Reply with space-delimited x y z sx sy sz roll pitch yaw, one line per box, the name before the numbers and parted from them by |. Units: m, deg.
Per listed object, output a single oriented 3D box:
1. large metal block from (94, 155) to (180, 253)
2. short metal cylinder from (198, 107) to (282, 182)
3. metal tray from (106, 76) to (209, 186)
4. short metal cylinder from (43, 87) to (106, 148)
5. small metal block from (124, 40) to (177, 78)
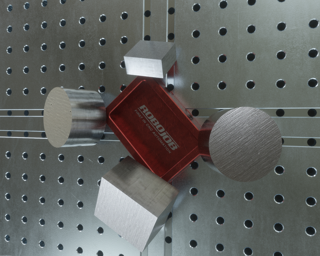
large metal block | -0.031 0.096 0.392 0.080 0.050 0.079 32 131 16
short metal cylinder | 0.088 0.017 0.352 0.081 0.050 0.079 0 90 -7
metal tray | -0.006 0.001 0.411 0.090 0.030 0.130 -43 77 15
short metal cylinder | -0.118 -0.014 0.425 0.080 0.050 0.079 1 91 45
small metal block | -0.011 -0.090 0.400 0.050 0.050 0.025 10 131 20
